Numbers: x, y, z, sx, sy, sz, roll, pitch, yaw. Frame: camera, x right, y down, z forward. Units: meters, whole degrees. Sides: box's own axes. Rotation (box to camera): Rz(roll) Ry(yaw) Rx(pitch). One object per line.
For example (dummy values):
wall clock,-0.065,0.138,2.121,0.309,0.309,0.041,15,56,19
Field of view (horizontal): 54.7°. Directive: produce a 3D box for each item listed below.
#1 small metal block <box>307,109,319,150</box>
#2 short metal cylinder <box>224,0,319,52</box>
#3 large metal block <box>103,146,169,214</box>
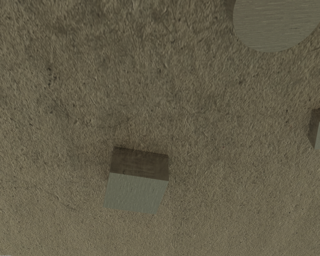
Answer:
small metal block,0.228,-0.001,0.409,0.050,0.025,0.050,-8,130,7
short metal cylinder,0.105,-0.119,0.291,0.081,0.050,0.079,0,130,0
large metal block,-0.036,0.079,0.457,0.081,0.050,0.079,10,129,-9
